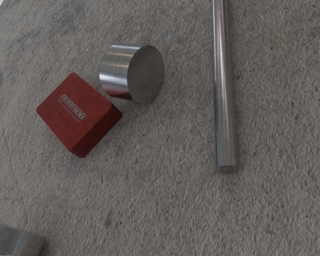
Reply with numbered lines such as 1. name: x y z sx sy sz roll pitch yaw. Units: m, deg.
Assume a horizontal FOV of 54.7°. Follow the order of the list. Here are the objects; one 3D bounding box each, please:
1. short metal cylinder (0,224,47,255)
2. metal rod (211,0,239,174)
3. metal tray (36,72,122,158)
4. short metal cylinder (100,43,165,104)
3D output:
1. short metal cylinder: -0.188 0.147 0.377 0.080 0.080 0.050 4 64 30
2. metal rod: 0.083 -0.084 0.412 0.025 0.025 0.299 -10 57 23
3. metal tray: -0.129 -0.024 0.483 0.090 0.030 0.130 -48 51 -6
4. short metal cylinder: -0.038 -0.077 0.436 0.050 0.080 0.080 15 70 34
